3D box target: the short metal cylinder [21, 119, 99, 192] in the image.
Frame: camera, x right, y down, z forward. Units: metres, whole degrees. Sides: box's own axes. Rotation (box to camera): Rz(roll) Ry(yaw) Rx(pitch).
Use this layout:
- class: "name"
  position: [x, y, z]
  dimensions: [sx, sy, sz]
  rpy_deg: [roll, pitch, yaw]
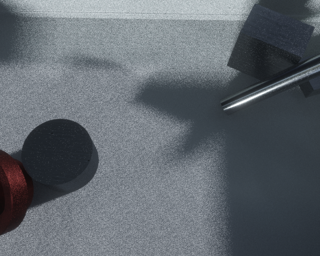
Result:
- class: "short metal cylinder"
  position: [-0.120, 0.035, 0.380]
  dimensions: [0.081, 0.050, 0.080]
  rpy_deg: [1, 69, -2]

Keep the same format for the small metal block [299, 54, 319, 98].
- class: "small metal block"
  position: [0.224, -0.076, 0.440]
  dimensions: [0.050, 0.025, 0.050]
  rpy_deg: [-17, 71, -7]

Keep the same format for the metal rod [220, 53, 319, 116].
- class: "metal rod"
  position: [0.212, -0.085, 0.361]
  dimensions: [0.300, 0.025, 0.025]
  rpy_deg: [-25, 69, 25]

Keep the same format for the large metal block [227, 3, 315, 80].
- class: "large metal block"
  position: [0.146, -0.109, 0.422]
  dimensions: [0.080, 0.080, 0.050]
  rpy_deg: [26, 72, 9]

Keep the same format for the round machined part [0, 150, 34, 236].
- class: "round machined part"
  position: [-0.186, 0.071, 0.356]
  dimensions: [0.098, 0.042, 0.097]
  rpy_deg: [3, 96, 25]
